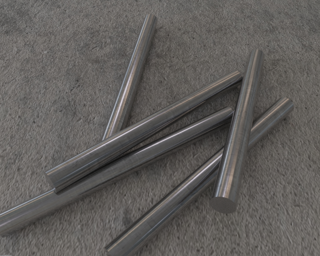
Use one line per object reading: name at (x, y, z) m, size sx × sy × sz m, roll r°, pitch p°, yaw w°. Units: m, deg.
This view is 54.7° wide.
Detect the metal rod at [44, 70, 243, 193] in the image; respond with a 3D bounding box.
metal rod at (0.001, -0.010, 0.393) m, size 0.302 × 0.025 × 0.025 m, roll -30°, pitch 56°, yaw -29°

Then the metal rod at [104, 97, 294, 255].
metal rod at (0.064, 0.046, 0.364) m, size 0.302 × 0.025 × 0.025 m, roll -35°, pitch 59°, yaw -26°

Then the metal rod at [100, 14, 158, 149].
metal rod at (-0.040, -0.085, 0.473) m, size 0.025 × 0.025 × 0.300 m, roll 7°, pitch 50°, yaw 6°

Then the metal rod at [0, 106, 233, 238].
metal rod at (-0.035, 0.042, 0.367) m, size 0.302 × 0.025 × 0.025 m, roll -25°, pitch 54°, yaw -20°

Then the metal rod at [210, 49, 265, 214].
metal rod at (0.108, -0.022, 0.395) m, size 0.025 × 0.025 × 0.301 m, roll 15°, pitch 44°, yaw 12°
